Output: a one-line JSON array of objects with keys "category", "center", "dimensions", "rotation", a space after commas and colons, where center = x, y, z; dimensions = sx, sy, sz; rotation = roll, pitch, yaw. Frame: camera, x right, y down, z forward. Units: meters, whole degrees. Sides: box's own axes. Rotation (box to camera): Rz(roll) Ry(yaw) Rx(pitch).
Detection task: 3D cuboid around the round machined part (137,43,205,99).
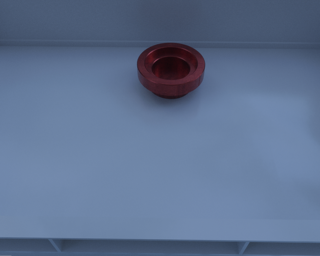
[{"category": "round machined part", "center": [0.016, -0.081, 0.463], "dimensions": [0.099, 0.042, 0.098], "rotation": [0, 50, 0]}]
